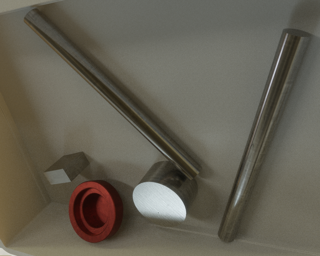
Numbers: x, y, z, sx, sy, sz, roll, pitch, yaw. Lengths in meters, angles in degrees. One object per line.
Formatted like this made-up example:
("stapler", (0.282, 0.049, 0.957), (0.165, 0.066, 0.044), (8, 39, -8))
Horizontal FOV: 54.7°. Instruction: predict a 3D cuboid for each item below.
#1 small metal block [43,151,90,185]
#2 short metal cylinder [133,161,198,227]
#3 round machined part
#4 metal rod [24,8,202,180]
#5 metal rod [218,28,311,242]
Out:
("small metal block", (-0.154, 0.066, 0.512), (0.050, 0.050, 0.025), (-13, 112, 33))
("short metal cylinder", (0.008, 0.094, 0.445), (0.080, 0.050, 0.079), (13, 124, 20))
("round machined part", (-0.100, 0.135, 0.514), (0.098, 0.042, 0.097), (-2, 85, 29))
("metal rod", (-0.060, -0.042, 0.412), (0.300, 0.025, 0.025), (44, 129, -3))
("metal rod", (0.112, 0.034, 0.370), (0.025, 0.025, 0.298), (19, 126, 17))
